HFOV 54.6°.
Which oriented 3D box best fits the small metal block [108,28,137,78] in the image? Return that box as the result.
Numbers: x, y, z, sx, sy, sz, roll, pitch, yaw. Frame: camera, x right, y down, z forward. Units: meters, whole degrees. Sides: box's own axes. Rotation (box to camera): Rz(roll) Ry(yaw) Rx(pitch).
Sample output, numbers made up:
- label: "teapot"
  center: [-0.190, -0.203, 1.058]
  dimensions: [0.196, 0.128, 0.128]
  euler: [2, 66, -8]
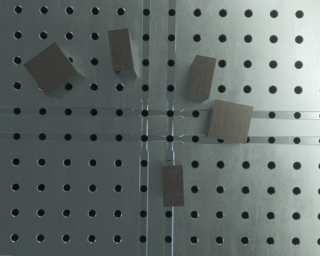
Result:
- label: "small metal block"
  center: [-0.048, -0.095, 0.401]
  dimensions: [0.025, 0.050, 0.050]
  euler: [-8, 90, 0]

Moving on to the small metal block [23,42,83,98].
- label: "small metal block"
  center: [-0.141, -0.076, 0.412]
  dimensions: [0.050, 0.025, 0.050]
  euler: [-36, 90, 0]

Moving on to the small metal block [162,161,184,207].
- label: "small metal block"
  center: [0.016, 0.070, 0.401]
  dimensions: [0.025, 0.050, 0.050]
  euler: [-2, 90, 0]

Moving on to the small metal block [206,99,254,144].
- label: "small metal block"
  center: [0.092, -0.008, 0.414]
  dimensions: [0.050, 0.025, 0.050]
  euler: [11, 90, 0]

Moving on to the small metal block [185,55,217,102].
- label: "small metal block"
  center: [0.052, -0.062, 0.401]
  dimensions: [0.025, 0.050, 0.050]
  euler: [11, 90, 0]
